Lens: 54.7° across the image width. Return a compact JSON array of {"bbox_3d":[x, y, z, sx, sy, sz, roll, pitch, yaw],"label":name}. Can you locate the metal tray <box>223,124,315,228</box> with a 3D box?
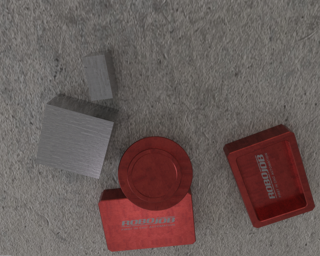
[{"bbox_3d":[0.153,0.070,0.433,0.090,0.030,0.129,-21,109,7],"label":"metal tray"}]

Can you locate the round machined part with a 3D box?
[{"bbox_3d":[-0.006,0.059,0.405,0.099,0.042,0.097,0,88,2],"label":"round machined part"}]

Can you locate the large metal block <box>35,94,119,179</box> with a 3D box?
[{"bbox_3d":[-0.105,0.010,0.399,0.080,0.050,0.079,16,109,-6],"label":"large metal block"}]

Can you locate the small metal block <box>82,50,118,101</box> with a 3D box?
[{"bbox_3d":[-0.070,-0.065,0.372,0.025,0.050,0.050,-8,110,3],"label":"small metal block"}]

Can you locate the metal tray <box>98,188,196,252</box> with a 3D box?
[{"bbox_3d":[-0.017,0.131,0.455,0.131,0.030,0.089,-6,110,2],"label":"metal tray"}]
